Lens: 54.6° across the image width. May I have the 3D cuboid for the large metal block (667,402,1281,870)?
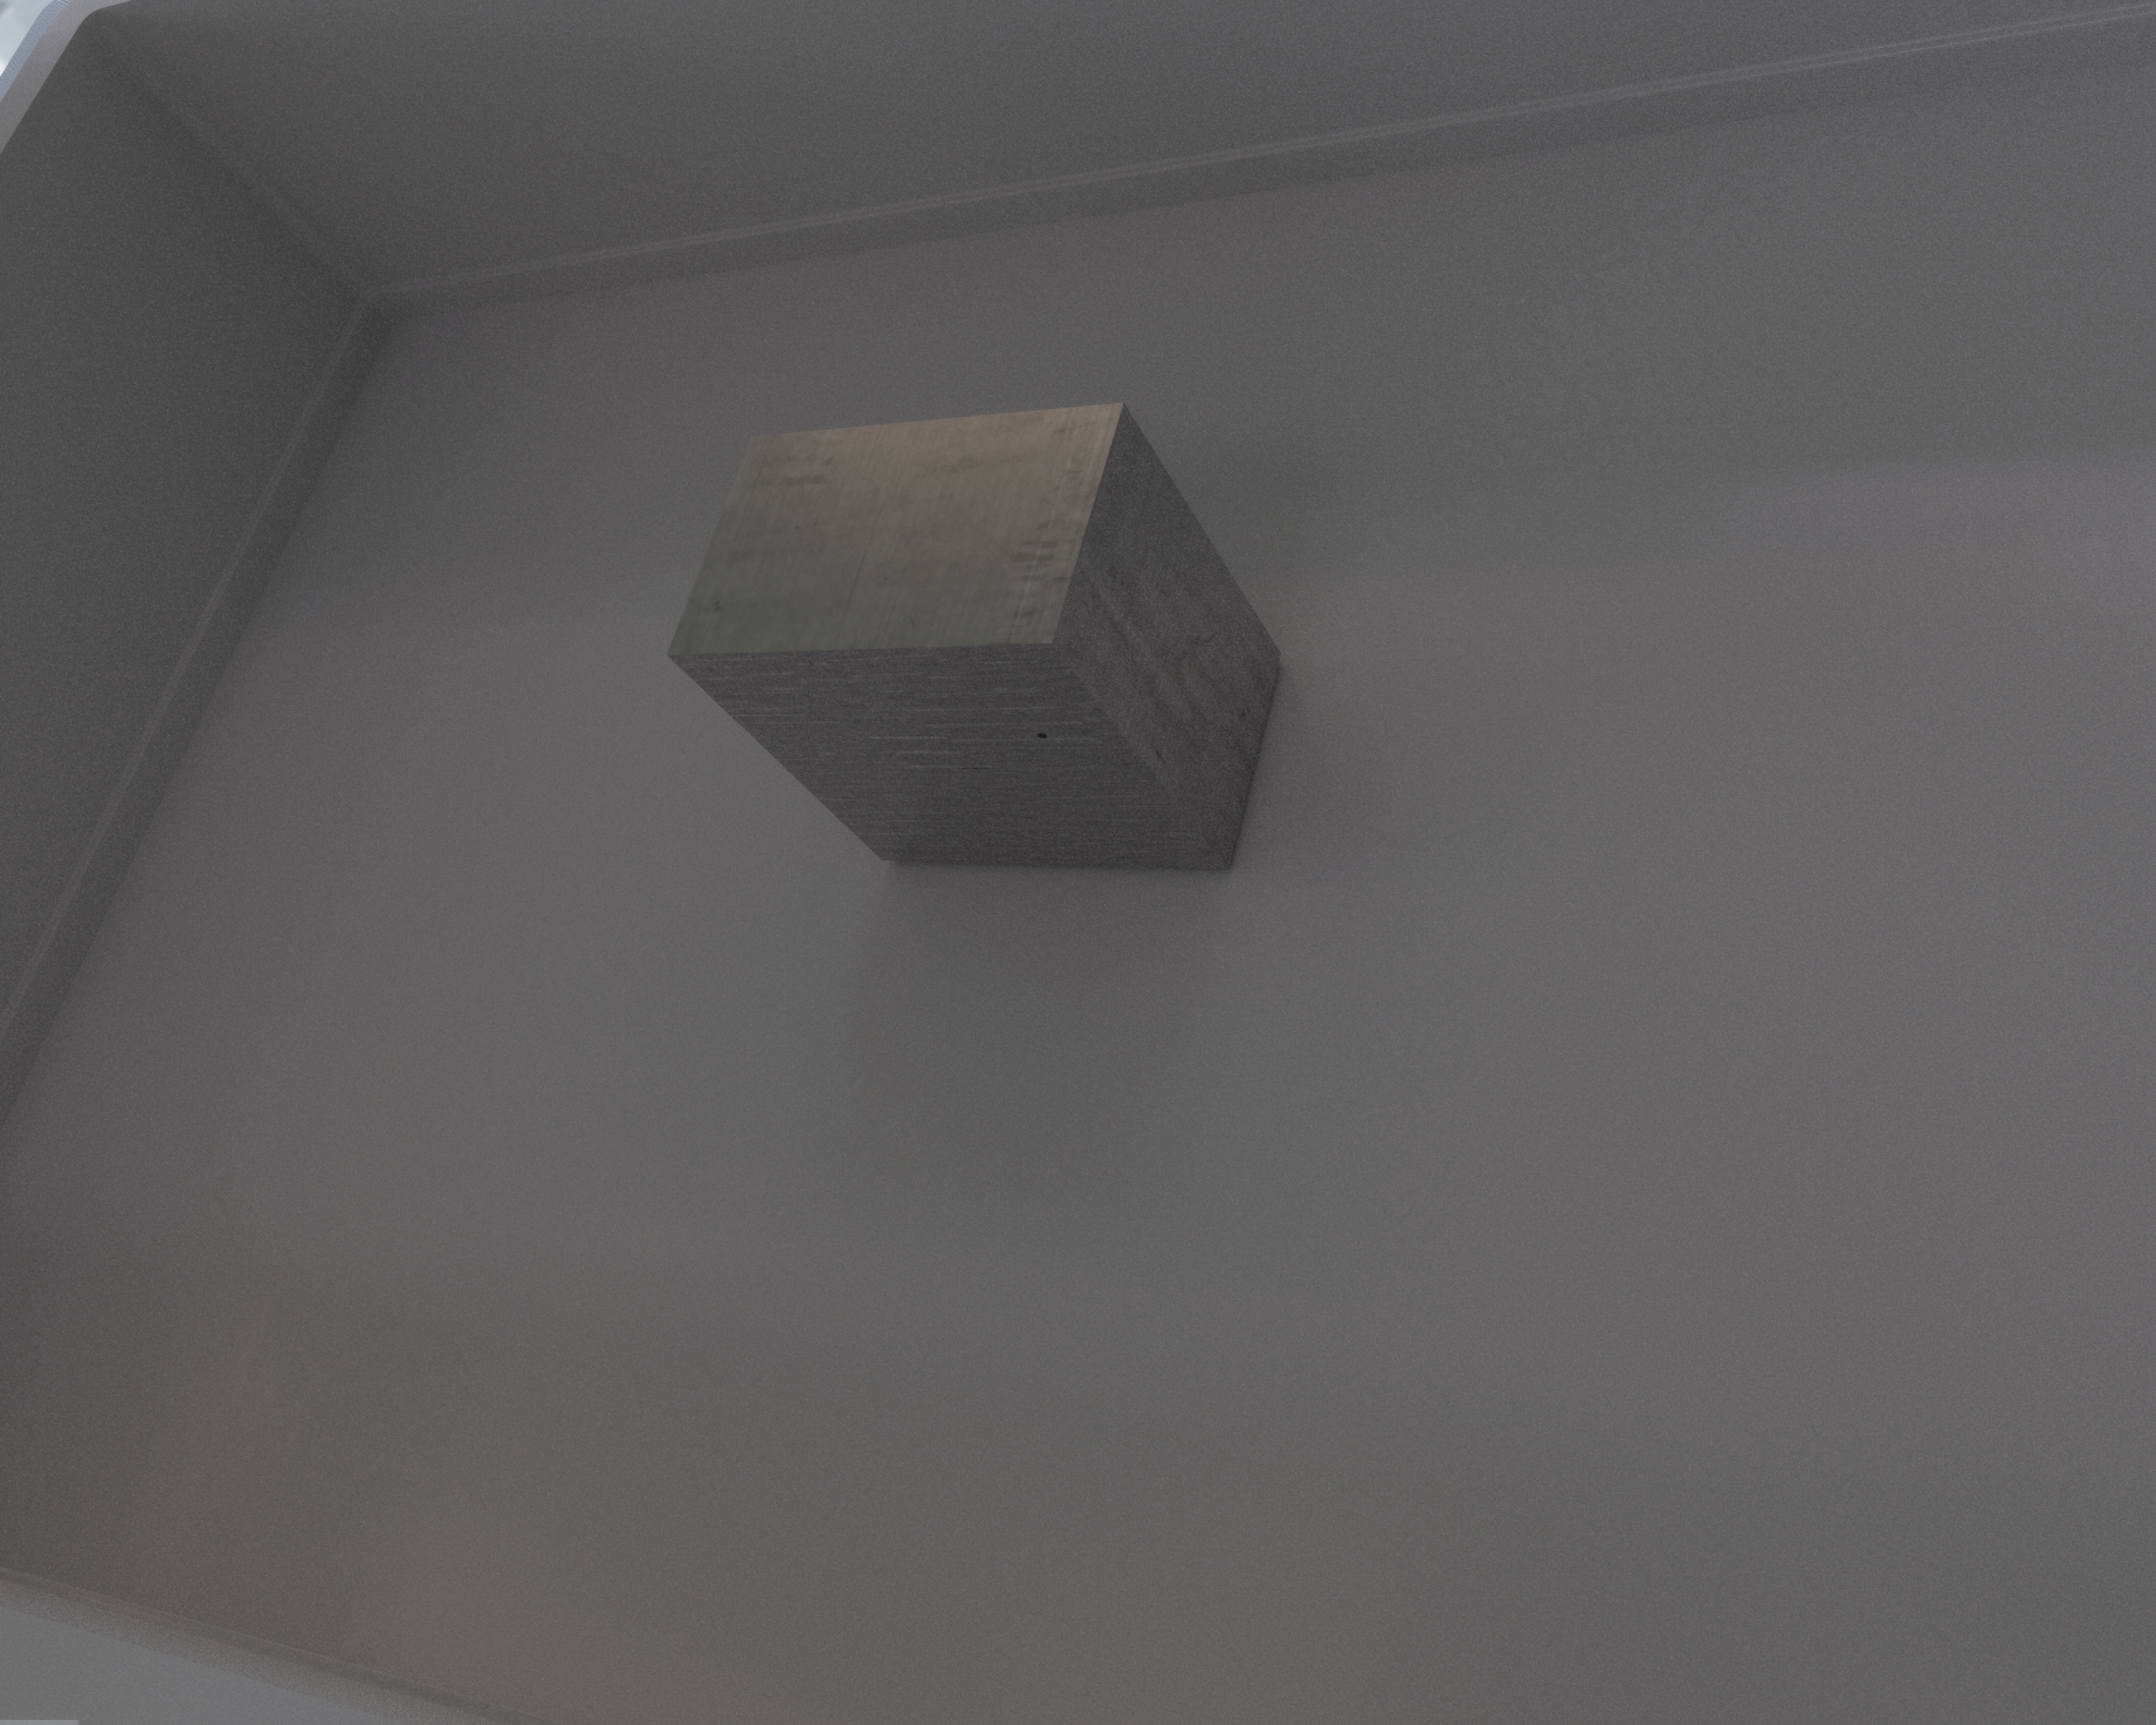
[{"bbox_3d":[-0.017,-0.040,0.402,0.080,0.080,0.050,1,63,28],"label":"large metal block"}]
